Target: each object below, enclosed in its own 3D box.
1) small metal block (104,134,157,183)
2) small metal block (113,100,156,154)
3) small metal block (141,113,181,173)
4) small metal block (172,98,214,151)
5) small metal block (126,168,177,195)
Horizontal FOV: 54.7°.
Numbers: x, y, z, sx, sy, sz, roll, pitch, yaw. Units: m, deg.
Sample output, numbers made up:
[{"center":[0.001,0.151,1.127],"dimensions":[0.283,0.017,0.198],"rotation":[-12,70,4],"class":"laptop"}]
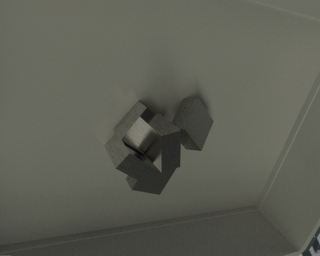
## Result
[{"center":[-0.038,0.038,0.396],"dimensions":[0.025,0.050,0.050],"rotation":[-48,130,7],"class":"small metal block"},{"center":[-0.022,0.001,0.397],"dimensions":[0.050,0.025,0.050],"rotation":[37,92,-39],"class":"small metal block"},{"center":[0.001,0.017,0.371],"dimensions":[0.025,0.050,0.050],"rotation":[-15,122,-24],"class":"small metal block"},{"center":[0.043,-0.004,0.416],"dimensions":[0.050,0.025,0.050],"rotation":[50,55,-40],"class":"small metal block"},{"center":[-0.013,0.065,0.444],"dimensions":[0.050,0.025,0.050],"rotation":[19,108,-36],"class":"small metal block"}]
